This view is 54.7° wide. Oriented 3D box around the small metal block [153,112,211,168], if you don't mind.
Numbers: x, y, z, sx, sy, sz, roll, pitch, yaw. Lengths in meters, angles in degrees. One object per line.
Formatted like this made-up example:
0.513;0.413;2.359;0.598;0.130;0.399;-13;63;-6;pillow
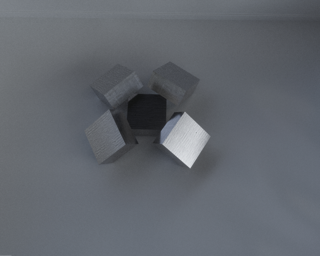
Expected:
0.028;0.015;0.390;0.050;0.025;0.050;42;72;-22;small metal block

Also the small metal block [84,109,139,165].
-0.062;0.012;0.390;0.050;0.025;0.050;-37;70;27;small metal block

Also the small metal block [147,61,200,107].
0.019;-0.061;0.417;0.050;0.025;0.050;33;36;11;small metal block

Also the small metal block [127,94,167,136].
-0.017;-0.017;0.413;0.050;0.025;0.050;2;70;0;small metal block

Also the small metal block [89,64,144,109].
-0.059;-0.057;0.414;0.050;0.025;0.050;-41;38;-13;small metal block
